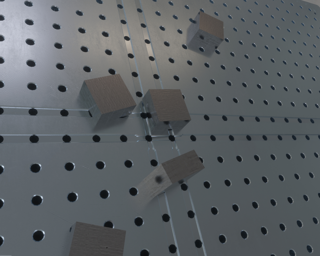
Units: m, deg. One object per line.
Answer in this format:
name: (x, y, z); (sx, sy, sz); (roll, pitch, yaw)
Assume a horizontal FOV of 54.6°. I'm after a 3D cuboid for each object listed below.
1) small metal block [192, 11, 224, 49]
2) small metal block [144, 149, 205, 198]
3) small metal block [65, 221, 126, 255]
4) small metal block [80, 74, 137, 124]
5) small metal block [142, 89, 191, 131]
small metal block: (0.087, -0.178, 0.563); (0.050, 0.025, 0.050); (18, 55, -18)
small metal block: (0.016, 0.054, 0.367); (0.050, 0.050, 0.025); (-19, 72, -35)
small metal block: (-0.064, 0.123, 0.299); (0.050, 0.025, 0.050); (17, 55, -18)
small metal block: (-0.066, -0.038, 0.395); (0.050, 0.025, 0.050); (-19, 72, -35)
small metal block: (0.009, -0.026, 0.428); (0.050, 0.025, 0.050); (-4, 64, -30)
